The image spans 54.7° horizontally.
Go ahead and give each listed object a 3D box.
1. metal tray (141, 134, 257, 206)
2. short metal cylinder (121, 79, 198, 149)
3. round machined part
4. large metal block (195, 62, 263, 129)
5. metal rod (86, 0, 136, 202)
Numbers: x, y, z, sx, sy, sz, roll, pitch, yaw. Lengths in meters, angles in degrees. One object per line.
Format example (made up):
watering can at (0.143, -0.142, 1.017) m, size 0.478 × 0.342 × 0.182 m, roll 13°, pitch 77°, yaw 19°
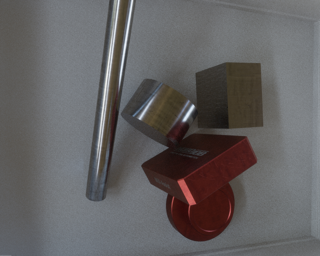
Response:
metal tray at (0.040, 0.042, 0.371) m, size 0.091 × 0.130 × 0.030 m, roll -30°, pitch 100°, yaw -18°
short metal cylinder at (-0.001, -0.016, 0.382) m, size 0.080 × 0.080 × 0.050 m, roll 36°, pitch 79°, yaw -17°
round machined part at (0.062, 0.108, 0.426) m, size 0.099 × 0.042 × 0.097 m, roll 0°, pitch 90°, yaw -21°
large metal block at (0.090, -0.040, 0.416) m, size 0.050 × 0.080 × 0.079 m, roll -3°, pitch 91°, yaw -20°
metal rod at (-0.051, -0.052, 0.329) m, size 0.025 × 0.025 × 0.298 m, roll 3°, pitch 113°, yaw -20°
